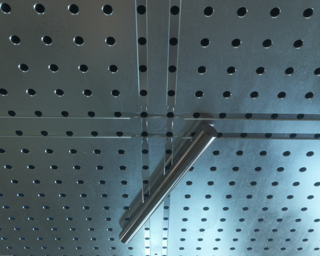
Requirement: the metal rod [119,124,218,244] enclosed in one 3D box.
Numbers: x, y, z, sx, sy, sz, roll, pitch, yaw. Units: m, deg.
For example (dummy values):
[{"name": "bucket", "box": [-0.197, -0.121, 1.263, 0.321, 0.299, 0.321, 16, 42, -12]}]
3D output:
[{"name": "metal rod", "box": [0.000, 0.105, 0.500, 0.025, 0.025, 0.298, 21, 127, -17]}]
